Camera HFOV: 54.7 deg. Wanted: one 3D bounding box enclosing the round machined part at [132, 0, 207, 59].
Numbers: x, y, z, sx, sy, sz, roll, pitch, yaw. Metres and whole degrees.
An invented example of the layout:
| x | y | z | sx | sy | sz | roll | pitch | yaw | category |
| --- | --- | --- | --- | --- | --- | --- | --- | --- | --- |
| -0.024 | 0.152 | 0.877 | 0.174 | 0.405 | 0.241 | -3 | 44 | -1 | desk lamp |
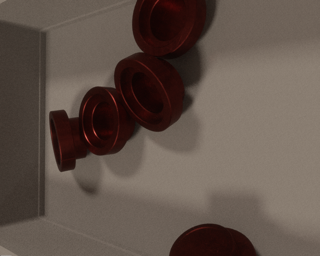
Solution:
| x | y | z | sx | sy | sz | roll | pitch | yaw | category |
| --- | --- | --- | --- | --- | --- | --- | --- | --- | --- |
| 0.015 | -0.133 | 0.381 | 0.098 | 0.042 | 0.097 | 0 | 90 | 39 | round machined part |

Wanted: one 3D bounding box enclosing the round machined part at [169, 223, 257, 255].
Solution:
| x | y | z | sx | sy | sz | roll | pitch | yaw | category |
| --- | --- | --- | --- | --- | --- | --- | --- | --- | --- |
| 0.048 | 0.137 | 0.314 | 0.098 | 0.098 | 0.042 | -6 | 118 | 39 | round machined part |

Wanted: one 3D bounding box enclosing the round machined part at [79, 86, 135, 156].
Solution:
| x | y | z | sx | sy | sz | roll | pitch | yaw | category |
| --- | --- | --- | --- | --- | --- | --- | --- | --- | --- |
| -0.074 | -0.011 | 0.450 | 0.098 | 0.042 | 0.097 | 3 | 94 | 44 | round machined part |

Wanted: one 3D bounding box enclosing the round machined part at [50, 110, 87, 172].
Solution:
| x | y | z | sx | sy | sz | roll | pitch | yaw | category |
| --- | --- | --- | --- | --- | --- | --- | --- | --- | --- |
| -0.146 | 0.019 | 0.497 | 0.098 | 0.042 | 0.097 | 34 | 129 | 57 | round machined part |

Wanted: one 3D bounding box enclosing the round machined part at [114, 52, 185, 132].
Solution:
| x | y | z | sx | sy | sz | roll | pitch | yaw | category |
| --- | --- | --- | --- | --- | --- | --- | --- | --- | --- |
| -0.009 | -0.047 | 0.382 | 0.098 | 0.042 | 0.097 | 33 | 142 | 30 | round machined part |
